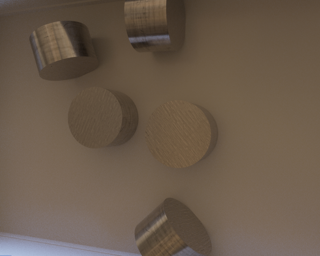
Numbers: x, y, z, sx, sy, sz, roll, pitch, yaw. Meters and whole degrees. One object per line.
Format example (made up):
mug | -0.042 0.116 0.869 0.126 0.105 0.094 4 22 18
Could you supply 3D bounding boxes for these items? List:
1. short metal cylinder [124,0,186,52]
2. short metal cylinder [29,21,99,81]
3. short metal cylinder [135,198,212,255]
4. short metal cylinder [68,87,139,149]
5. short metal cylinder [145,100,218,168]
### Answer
short metal cylinder | -0.003 -0.135 0.382 0.050 0.080 0.079 2 91 20
short metal cylinder | -0.131 -0.104 0.426 0.080 0.080 0.050 -20 84 18
short metal cylinder | 0.016 0.132 0.375 0.050 0.080 0.080 -45 76 14
short metal cylinder | -0.076 -0.013 0.423 0.080 0.050 0.079 0 90 19
short metal cylinder | 0.028 0.007 0.387 0.080 0.050 0.079 0 90 19
